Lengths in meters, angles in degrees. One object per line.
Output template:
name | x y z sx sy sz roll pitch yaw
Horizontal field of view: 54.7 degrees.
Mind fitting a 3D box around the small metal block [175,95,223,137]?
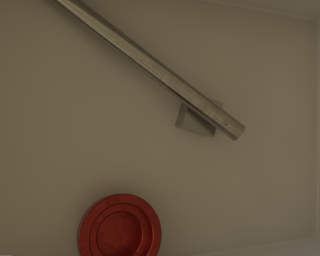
small metal block | 0.054 -0.019 0.432 0.050 0.025 0.050 18 84 -20

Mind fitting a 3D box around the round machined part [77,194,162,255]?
round machined part | -0.051 0.130 0.377 0.099 0.042 0.098 5 77 -22

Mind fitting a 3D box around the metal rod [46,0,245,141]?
metal rod | -0.015 -0.080 0.388 0.301 0.025 0.025 36 78 -10
